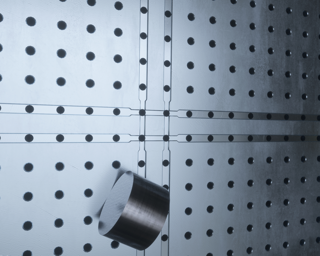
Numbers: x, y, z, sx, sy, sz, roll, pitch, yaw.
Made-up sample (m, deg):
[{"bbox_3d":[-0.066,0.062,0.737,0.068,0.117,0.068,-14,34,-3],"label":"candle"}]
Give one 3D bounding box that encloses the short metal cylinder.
[{"bbox_3d":[-0.032,0.099,0.373,0.050,0.080,0.080,30,80,-18],"label":"short metal cylinder"}]
